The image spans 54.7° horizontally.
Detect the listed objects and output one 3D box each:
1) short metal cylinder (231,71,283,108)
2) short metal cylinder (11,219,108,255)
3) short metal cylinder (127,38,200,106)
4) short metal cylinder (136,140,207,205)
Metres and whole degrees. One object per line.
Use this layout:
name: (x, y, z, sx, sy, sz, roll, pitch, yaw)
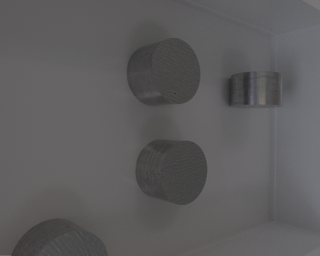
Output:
short metal cylinder: (0.156, -0.060, 0.501, 0.081, 0.080, 0.050, 1, 90, -40)
short metal cylinder: (-0.099, 0.136, 0.307, 0.081, 0.050, 0.080, 0, 90, -40)
short metal cylinder: (0.005, -0.069, 0.394, 0.081, 0.050, 0.080, 0, 90, -40)
short metal cylinder: (0.016, 0.055, 0.403, 0.081, 0.050, 0.080, 0, 90, -40)
